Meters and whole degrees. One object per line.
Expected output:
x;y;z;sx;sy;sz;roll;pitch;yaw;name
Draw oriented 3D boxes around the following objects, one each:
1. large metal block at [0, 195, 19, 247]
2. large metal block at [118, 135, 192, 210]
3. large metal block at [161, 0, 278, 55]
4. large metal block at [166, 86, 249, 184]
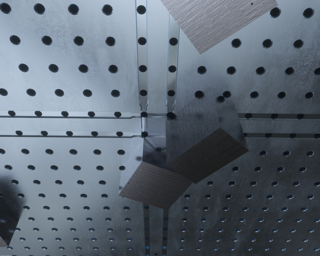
-0.304;0.161;0.529;0.080;0.050;0.080;-3;130;3;large metal block
-0.006;0.067;0.452;0.080;0.050;0.080;22;127;-18;large metal block
0.047;-0.130;0.285;0.080;0.050;0.080;-30;124;23;large metal block
0.053;0.008;0.383;0.050;0.080;0.080;36;121;-27;large metal block
